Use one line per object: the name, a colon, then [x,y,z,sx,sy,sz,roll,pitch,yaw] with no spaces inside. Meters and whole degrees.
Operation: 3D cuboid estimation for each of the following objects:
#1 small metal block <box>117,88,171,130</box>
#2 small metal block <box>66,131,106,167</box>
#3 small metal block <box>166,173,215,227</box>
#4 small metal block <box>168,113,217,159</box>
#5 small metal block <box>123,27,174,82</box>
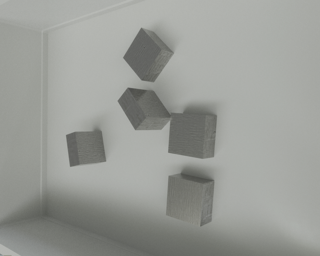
small metal block: [-0.019,-0.024,0.407,0.025,0.050,0.050,-48,62,29]
small metal block: [-0.116,0.032,0.486,0.025,0.050,0.050,-16,80,39]
small metal block: [0.036,0.086,0.377,0.050,0.025,0.050,6,94,40]
small metal block: [0.039,0.008,0.375,0.050,0.025,0.050,7,94,39]
small metal block: [-0.017,-0.098,0.421,0.050,0.025,0.050,52,120,27]
